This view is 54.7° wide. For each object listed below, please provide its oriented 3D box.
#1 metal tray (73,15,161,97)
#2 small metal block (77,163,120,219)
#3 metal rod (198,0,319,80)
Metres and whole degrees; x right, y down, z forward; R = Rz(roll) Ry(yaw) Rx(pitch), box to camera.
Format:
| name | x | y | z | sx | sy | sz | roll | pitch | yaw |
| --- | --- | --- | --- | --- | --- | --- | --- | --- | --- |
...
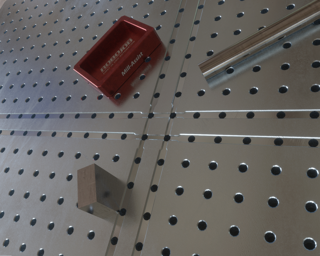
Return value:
| name | x | y | z | sx | sy | sz | roll | pitch | yaw |
| --- | --- | --- | --- | --- | --- | --- | --- | --- | --- |
| metal tray | -0.073 | -0.122 | 0.518 | 0.130 | 0.030 | 0.090 | -49 | 52 | -6 |
| small metal block | -0.076 | 0.079 | 0.384 | 0.025 | 0.050 | 0.050 | -23 | 53 | 15 |
| metal rod | 0.188 | -0.145 | 0.398 | 0.300 | 0.025 | 0.025 | -28 | 52 | 10 |
